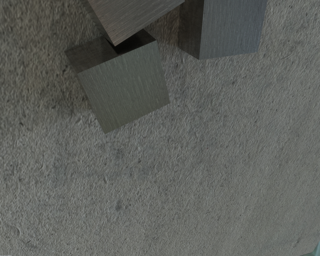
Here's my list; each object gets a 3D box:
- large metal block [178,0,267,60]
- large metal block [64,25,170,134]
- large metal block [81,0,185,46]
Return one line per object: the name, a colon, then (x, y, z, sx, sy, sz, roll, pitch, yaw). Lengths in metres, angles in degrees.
large metal block: (0.069, -0.127, 0.349, 0.081, 0.050, 0.079, -12, 124, -22)
large metal block: (-0.042, -0.052, 0.329, 0.080, 0.050, 0.080, -26, 135, -12)
large metal block: (-0.035, -0.137, 0.286, 0.080, 0.050, 0.080, -35, 129, -5)
